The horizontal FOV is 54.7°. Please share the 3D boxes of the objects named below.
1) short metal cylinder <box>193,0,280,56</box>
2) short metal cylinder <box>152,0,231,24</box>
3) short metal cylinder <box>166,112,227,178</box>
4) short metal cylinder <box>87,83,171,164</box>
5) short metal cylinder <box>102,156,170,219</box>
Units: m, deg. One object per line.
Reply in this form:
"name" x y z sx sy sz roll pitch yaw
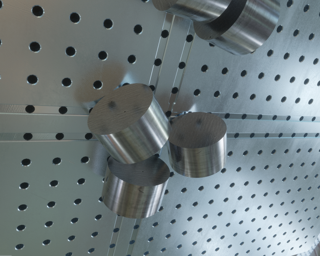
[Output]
"short metal cylinder" 0.083 -0.127 0.344 0.050 0.080 0.080 15 111 -35
"short metal cylinder" 0.032 -0.149 0.303 0.050 0.080 0.079 5 116 -31
"short metal cylinder" 0.049 0.021 0.418 0.081 0.080 0.050 -21 127 -16
"short metal cylinder" -0.034 -0.006 0.354 0.080 0.080 0.050 -35 129 -6
"short metal cylinder" -0.032 0.071 0.404 0.081 0.080 0.050 0 119 -29
